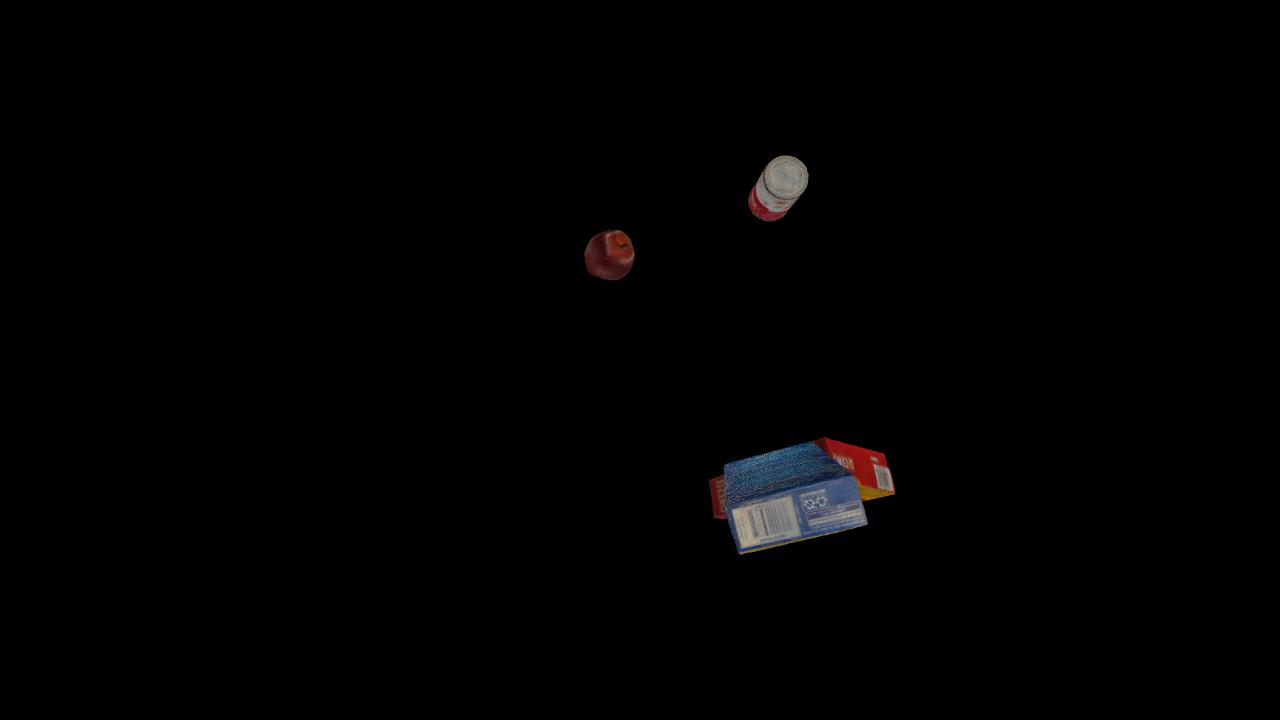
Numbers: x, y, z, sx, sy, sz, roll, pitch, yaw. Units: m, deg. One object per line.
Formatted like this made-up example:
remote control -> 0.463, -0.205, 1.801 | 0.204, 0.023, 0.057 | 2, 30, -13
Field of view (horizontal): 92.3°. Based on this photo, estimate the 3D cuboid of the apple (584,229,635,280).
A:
apple -> -0.049, -0.167, 0.987 | 0.079, 0.079, 0.093 | 0, -16, -36

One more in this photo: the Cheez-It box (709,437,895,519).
Cheez-It box -> 0.242, 0.192, 0.937 | 0.166, 0.071, 0.223 | 17, -34, -38

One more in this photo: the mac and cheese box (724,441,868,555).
mac and cheese box -> 0.117, 0.106, 0.507 | 0.093, 0.041, 0.184 | -17, -3, 7

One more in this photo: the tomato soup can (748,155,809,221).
tomato soup can -> 0.207, -0.256, 0.926 | 0.068, 0.068, 0.101 | 0, -5, -2
